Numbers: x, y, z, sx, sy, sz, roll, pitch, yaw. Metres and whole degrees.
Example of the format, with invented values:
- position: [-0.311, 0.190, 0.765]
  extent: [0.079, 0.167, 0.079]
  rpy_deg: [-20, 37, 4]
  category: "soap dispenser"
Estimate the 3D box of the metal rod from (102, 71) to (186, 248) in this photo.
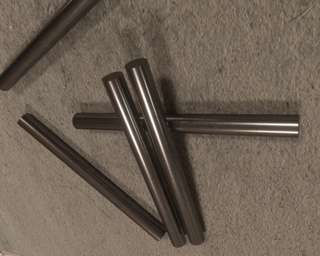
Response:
- position: [-0.012, 0.063, 0.427]
  extent: [0.025, 0.025, 0.298]
  rpy_deg: [-1, 125, 28]
  category: "metal rod"

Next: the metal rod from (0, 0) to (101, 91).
- position: [-0.141, -0.123, 0.402]
  extent: [0.299, 0.025, 0.025]
  rpy_deg: [-26, 104, 36]
  category: "metal rod"

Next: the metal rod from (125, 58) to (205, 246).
- position: [0.016, 0.052, 0.404]
  extent: [0.025, 0.025, 0.298]
  rpy_deg: [0, 126, 28]
  category: "metal rod"

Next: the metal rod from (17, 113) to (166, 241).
- position: [-0.111, 0.081, 0.513]
  extent: [0.300, 0.025, 0.025]
  rpy_deg: [40, 129, 0]
  category: "metal rod"

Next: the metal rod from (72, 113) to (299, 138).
- position: [0.013, -0.006, 0.395]
  extent: [0.301, 0.025, 0.025]
  rpy_deg: [2, 119, 27]
  category: "metal rod"
